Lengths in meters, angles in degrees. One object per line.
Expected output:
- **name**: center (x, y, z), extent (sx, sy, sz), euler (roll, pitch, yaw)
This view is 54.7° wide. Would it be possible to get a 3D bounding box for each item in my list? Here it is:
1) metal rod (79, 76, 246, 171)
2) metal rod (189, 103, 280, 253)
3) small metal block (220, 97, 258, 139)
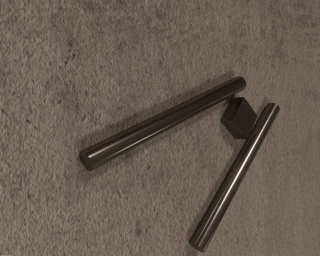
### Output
- **metal rod**: center (0.026, -0.019, 0.428), extent (0.302, 0.025, 0.025), euler (-27, 108, -37)
- **metal rod**: center (0.135, 0.068, 0.520), extent (0.301, 0.025, 0.025), euler (-53, 121, -27)
- **small metal block**: center (0.133, -0.016, 0.519), extent (0.050, 0.025, 0.050), euler (45, 63, -31)
